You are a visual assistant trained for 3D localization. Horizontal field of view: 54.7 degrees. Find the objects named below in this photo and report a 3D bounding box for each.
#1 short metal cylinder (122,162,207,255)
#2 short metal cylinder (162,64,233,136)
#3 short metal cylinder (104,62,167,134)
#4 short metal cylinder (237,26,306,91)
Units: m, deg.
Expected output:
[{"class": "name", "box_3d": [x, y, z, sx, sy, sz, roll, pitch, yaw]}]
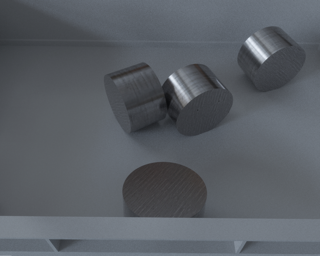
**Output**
[{"class": "short metal cylinder", "box_3d": [0.004, 0.079, 0.309, 0.081, 0.050, 0.080, 2, 34, -1]}, {"class": "short metal cylinder", "box_3d": [0.046, -0.035, 0.400, 0.081, 0.080, 0.050, -19, 53, -16]}, {"class": "short metal cylinder", "box_3d": [-0.033, -0.039, 0.402, 0.050, 0.080, 0.080, -23, 54, -18]}, {"class": "short metal cylinder", "box_3d": [0.163, -0.101, 0.456, 0.081, 0.080, 0.050, -15, 52, -13]}]
